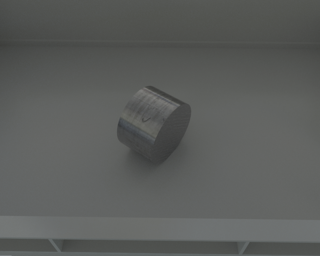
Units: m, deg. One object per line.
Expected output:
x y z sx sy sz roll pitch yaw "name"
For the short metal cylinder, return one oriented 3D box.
-0.006 -0.004 0.373 0.050 0.080 0.080 30 56 23 "short metal cylinder"
